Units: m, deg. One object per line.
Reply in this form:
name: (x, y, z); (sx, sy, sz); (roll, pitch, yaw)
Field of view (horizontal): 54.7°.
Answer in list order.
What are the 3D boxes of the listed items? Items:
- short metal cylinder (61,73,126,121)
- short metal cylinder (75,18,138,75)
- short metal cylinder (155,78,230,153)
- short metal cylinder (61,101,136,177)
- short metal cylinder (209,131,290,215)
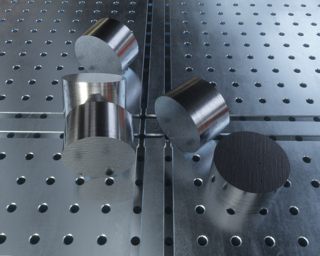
short metal cylinder: (-0.084, -0.041, 0.402); (0.081, 0.050, 0.080); (2, 18, 0)
short metal cylinder: (-0.080, -0.118, 0.470); (0.080, 0.080, 0.050); (20, 53, 15)
short metal cylinder: (0.039, -0.016, 0.386); (0.050, 0.080, 0.080); (-34, 58, -25)
short metal cylinder: (-0.070, 0.015, 0.358); (0.081, 0.080, 0.050); (-5, 51, -5)
short metal cylinder: (0.098, 0.050, 0.351); (0.081, 0.050, 0.080); (0, 50, 0)
